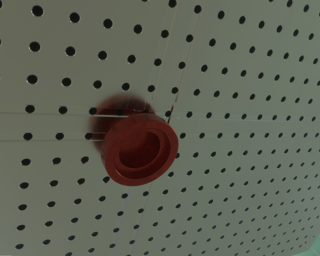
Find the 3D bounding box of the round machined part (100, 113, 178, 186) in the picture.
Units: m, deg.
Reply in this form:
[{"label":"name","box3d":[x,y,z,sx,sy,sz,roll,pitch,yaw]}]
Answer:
[{"label":"round machined part","box3d":[-0.029,0.024,0.400,0.099,0.042,0.097,-14,125,-21]}]
